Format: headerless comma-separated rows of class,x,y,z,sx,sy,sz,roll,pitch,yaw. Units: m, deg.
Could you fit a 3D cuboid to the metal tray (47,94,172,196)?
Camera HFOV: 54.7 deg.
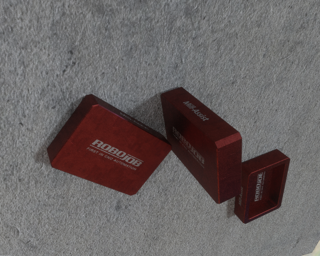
metal tray,-0.059,0.027,0.388,0.131,0.030,0.090,31,101,-38

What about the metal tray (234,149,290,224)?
metal tray,0.187,0.110,0.573,0.091,0.030,0.129,-18,126,-18

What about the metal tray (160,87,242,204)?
metal tray,0.046,0.016,0.374,0.030,0.130,0.089,-21,127,-16
